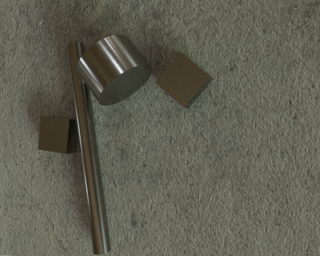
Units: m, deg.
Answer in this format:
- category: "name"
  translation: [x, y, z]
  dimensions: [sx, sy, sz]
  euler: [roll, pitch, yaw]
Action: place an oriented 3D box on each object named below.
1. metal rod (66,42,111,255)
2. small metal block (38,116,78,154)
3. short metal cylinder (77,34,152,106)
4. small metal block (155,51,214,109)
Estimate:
- category: "metal rod"
  translation: [-0.103, 0.026, 0.443]
  dimensions: [0.025, 0.025, 0.298]
  euler: [-9, 87, 19]
- category: "small metal block"
  translation: [-0.150, 0.010, 0.460]
  dimensions: [0.050, 0.025, 0.050]
  euler: [7, 92, 19]
- category: "short metal cylinder"
  translation: [-0.058, -0.073, 0.399]
  dimensions: [0.080, 0.080, 0.050]
  euler: [-39, 78, 15]
- category: "small metal block"
  translation: [0.031, -0.061, 0.397]
  dimensions: [0.050, 0.025, 0.050]
  euler: [43, 103, 14]
